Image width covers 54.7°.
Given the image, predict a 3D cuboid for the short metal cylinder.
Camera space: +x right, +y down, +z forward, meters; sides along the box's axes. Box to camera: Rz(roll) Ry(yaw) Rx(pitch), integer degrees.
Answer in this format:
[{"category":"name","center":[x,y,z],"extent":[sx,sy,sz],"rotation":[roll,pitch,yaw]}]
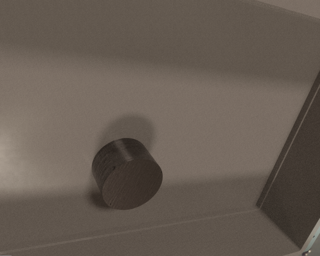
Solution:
[{"category":"short metal cylinder","center":[-0.044,0.060,0.407],"extent":[0.081,0.050,0.079],"rotation":[-14,125,-21]}]
